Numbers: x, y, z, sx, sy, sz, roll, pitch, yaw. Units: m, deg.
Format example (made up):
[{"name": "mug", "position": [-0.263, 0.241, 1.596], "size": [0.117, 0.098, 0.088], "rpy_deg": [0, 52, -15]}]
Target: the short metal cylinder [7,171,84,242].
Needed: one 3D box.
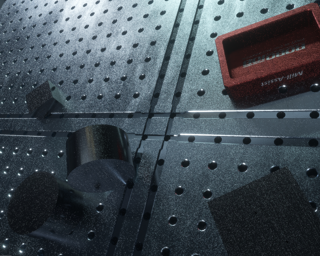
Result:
[{"name": "short metal cylinder", "position": [-0.149, 0.104, 0.407], "size": [0.080, 0.050, 0.080], "rpy_deg": [-13, 56, 21]}]

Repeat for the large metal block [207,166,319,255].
[{"name": "large metal block", "position": [0.101, 0.094, 0.282], "size": [0.080, 0.050, 0.080], "rpy_deg": [-28, 52, 11]}]

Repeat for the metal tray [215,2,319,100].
[{"name": "metal tray", "position": [0.141, -0.096, 0.389], "size": [0.130, 0.030, 0.090], "rpy_deg": [-16, 55, 19]}]

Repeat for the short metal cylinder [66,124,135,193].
[{"name": "short metal cylinder", "position": [-0.075, 0.040, 0.388], "size": [0.080, 0.080, 0.050], "rpy_deg": [-25, 53, 13]}]

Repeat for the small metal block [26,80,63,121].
[{"name": "small metal block", "position": [-0.205, -0.049, 0.546], "size": [0.050, 0.025, 0.050], "rpy_deg": [-34, 51, 6]}]
